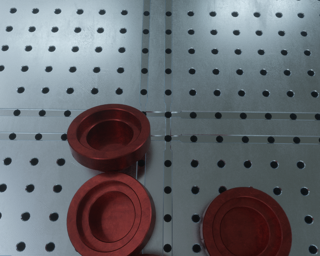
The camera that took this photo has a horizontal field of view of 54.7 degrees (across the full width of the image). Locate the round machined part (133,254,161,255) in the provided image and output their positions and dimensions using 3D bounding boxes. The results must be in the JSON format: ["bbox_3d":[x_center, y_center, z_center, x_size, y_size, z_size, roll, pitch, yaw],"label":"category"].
[{"bbox_3d":[-0.016,0.177,0.324,0.099,0.042,0.097,-1,97,-4],"label":"round machined part"}]

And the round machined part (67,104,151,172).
[{"bbox_3d":[-0.061,0.016,0.382,0.099,0.042,0.098,0,42,0],"label":"round machined part"}]

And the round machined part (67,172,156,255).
[{"bbox_3d":[-0.052,0.103,0.356,0.098,0.042,0.098,-5,66,12],"label":"round machined part"}]

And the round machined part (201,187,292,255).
[{"bbox_3d":[0.096,0.121,0.360,0.099,0.042,0.098,0,70,-1],"label":"round machined part"}]
